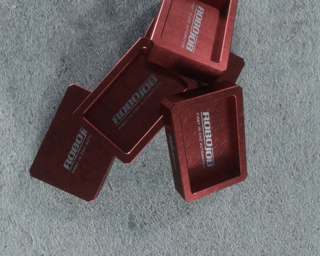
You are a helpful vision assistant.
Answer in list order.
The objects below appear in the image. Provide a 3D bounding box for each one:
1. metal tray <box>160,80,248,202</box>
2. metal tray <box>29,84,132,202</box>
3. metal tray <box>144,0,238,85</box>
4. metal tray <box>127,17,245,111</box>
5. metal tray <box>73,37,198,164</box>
[{"bbox_3d":[0.057,0.017,0.375,0.091,0.030,0.129,-17,115,-16],"label":"metal tray"},{"bbox_3d":[-0.100,0.019,0.407,0.090,0.030,0.129,25,90,-1],"label":"metal tray"},{"bbox_3d":[0.041,-0.125,0.375,0.091,0.030,0.130,20,62,-10],"label":"metal tray"},{"bbox_3d":[0.032,-0.076,0.409,0.131,0.030,0.090,27,90,-1],"label":"metal tray"},{"bbox_3d":[-0.029,-0.032,0.378,0.090,0.030,0.130,41,90,-1],"label":"metal tray"}]
